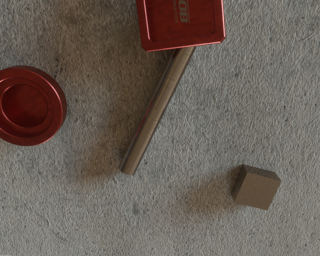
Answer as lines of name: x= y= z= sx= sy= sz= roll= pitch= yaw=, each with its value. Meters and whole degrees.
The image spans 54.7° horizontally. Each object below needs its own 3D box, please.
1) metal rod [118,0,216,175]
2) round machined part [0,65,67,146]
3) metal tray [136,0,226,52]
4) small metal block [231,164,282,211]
metal rod: x=0.016 y=-0.069 z=0.384 sx=0.025 sy=0.025 sz=0.298 roll=23 pitch=108 yaw=-9
round machined part: x=-0.166 y=-0.030 z=0.388 sx=0.099 sy=0.042 sz=0.097 roll=0 pitch=110 yaw=0
metal tray: x=0.020 y=-0.153 z=0.332 sx=0.090 sy=0.030 sz=0.129 roll=-4 pitch=103 yaw=14
small metal block: x=0.136 y=0.085 z=0.442 sx=0.050 sy=0.025 sz=0.050 roll=15 pitch=109 yaw=-6
